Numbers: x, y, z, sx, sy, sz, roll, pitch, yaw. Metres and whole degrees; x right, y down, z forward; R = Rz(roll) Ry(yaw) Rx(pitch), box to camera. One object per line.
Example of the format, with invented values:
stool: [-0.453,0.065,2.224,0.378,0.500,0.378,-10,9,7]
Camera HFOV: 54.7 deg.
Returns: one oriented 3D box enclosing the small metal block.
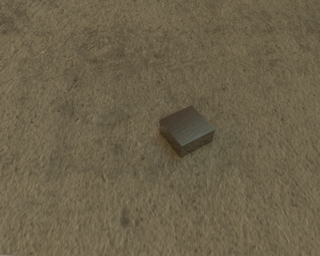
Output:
small metal block: [0.034,0.004,0.401,0.050,0.025,0.050,-25,55,-20]
